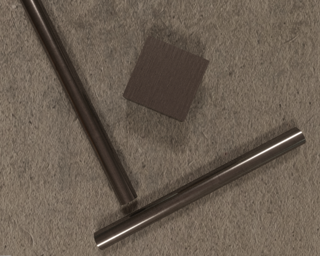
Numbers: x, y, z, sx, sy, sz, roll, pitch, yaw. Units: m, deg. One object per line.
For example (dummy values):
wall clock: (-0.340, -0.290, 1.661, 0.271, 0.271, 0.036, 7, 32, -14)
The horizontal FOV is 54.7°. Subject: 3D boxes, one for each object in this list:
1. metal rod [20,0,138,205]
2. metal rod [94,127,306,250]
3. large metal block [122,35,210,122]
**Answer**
metal rod: (-0.107, -0.038, 0.408, 0.025, 0.025, 0.299, -26, 90, 0)
metal rod: (0.052, 0.080, 0.410, 0.301, 0.025, 0.025, -28, 90, -1)
large metal block: (0.007, -0.060, 0.398, 0.080, 0.050, 0.080, 23, 90, -1)
